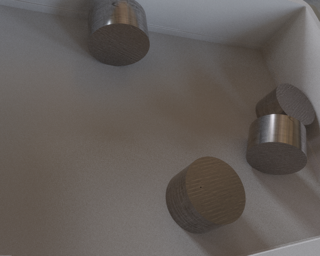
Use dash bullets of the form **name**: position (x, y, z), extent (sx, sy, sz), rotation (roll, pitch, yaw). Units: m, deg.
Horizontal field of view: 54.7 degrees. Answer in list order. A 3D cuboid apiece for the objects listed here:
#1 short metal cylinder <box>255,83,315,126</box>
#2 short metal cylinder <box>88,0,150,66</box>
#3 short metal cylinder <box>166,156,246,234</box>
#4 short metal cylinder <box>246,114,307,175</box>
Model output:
- **short metal cylinder**: position (0.211, -0.028, 0.523), extent (0.081, 0.050, 0.080), rotation (14, 56, -21)
- **short metal cylinder**: position (-0.056, -0.129, 0.420), extent (0.081, 0.080, 0.050), rotation (7, 59, -25)
- **short metal cylinder**: position (0.054, 0.081, 0.371), extent (0.081, 0.050, 0.080), rotation (14, 56, -21)
- **short metal cylinder**: position (0.168, 0.025, 0.448), extent (0.080, 0.080, 0.050), rotation (27, 52, -12)
